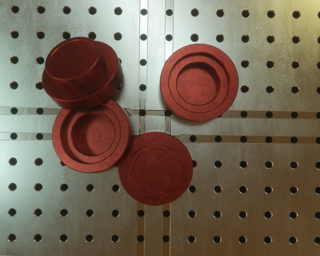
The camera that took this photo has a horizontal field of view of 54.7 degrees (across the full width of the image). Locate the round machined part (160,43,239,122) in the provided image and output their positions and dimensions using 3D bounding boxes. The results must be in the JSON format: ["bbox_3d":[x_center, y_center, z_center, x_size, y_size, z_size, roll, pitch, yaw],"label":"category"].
[{"bbox_3d":[0.049,-0.057,0.406,0.099,0.042,0.097,0,90,-1],"label":"round machined part"}]

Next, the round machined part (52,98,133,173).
[{"bbox_3d":[-0.082,0.009,0.398,0.099,0.042,0.097,-1,81,7],"label":"round machined part"}]

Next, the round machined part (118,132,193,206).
[{"bbox_3d":[-0.006,0.054,0.405,0.099,0.042,0.097,0,90,-1],"label":"round machined part"}]

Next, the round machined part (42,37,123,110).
[{"bbox_3d":[-0.099,-0.073,0.381,0.098,0.042,0.098,-5,59,9],"label":"round machined part"}]
